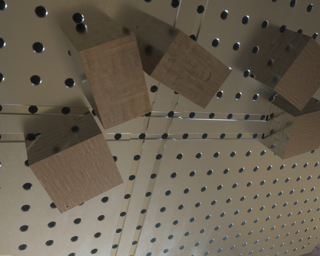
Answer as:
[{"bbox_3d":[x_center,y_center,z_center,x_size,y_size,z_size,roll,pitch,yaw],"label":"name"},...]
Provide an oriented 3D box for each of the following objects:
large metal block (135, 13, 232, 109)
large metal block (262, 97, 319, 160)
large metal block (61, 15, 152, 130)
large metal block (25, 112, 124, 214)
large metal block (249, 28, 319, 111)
[{"bbox_3d":[0.017,-0.073,0.339,0.080,0.080,0.050,26,104,-37],"label":"large metal block"},{"bbox_3d":[0.226,-0.003,0.516,0.081,0.050,0.079,-13,124,-21],"label":"large metal block"},{"bbox_3d":[-0.054,-0.058,0.310,0.050,0.080,0.080,-23,127,-15],"label":"large metal block"},{"bbox_3d":[-0.099,0.041,0.366,0.080,0.050,0.080,-25,128,-13],"label":"large metal block"},{"bbox_3d":[0.192,-0.083,0.448,0.080,0.050,0.080,25,105,-37],"label":"large metal block"}]
